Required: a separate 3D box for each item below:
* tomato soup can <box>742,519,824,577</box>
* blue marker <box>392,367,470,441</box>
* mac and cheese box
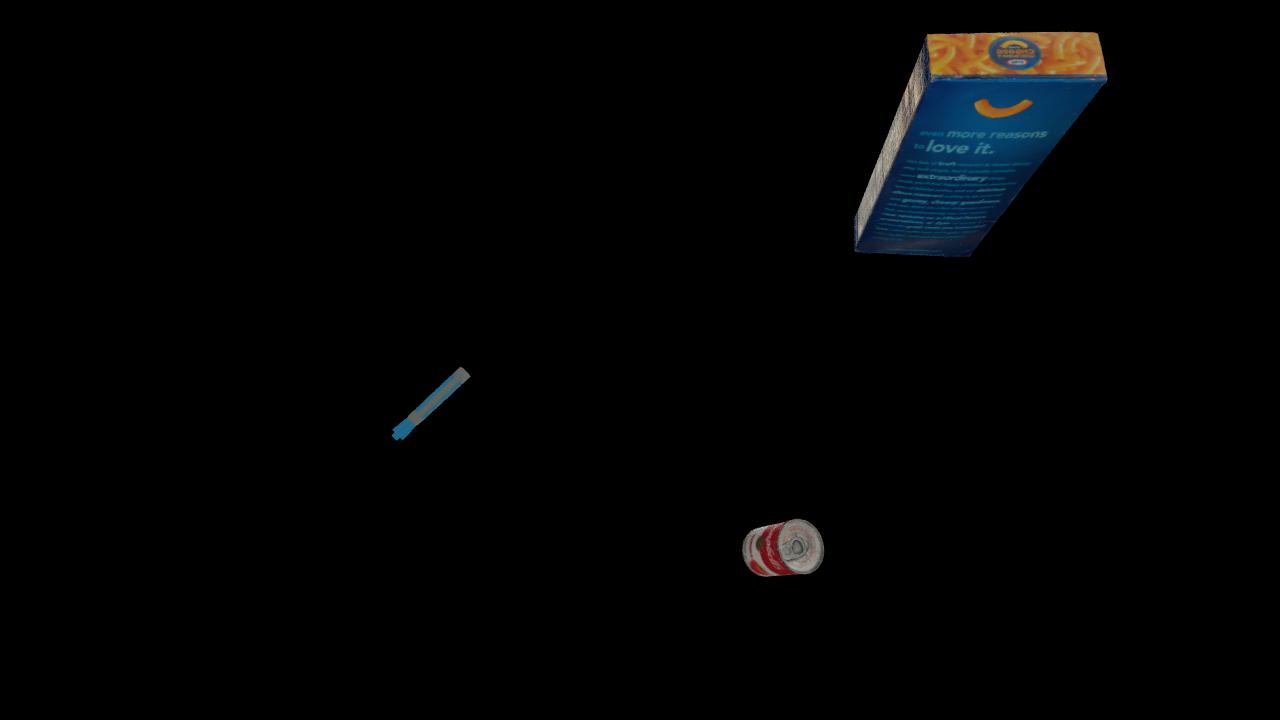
[{"bbox_3d":[0.187,0.251,0.816,0.068,0.068,0.101,0,-20,-19],"label":"tomato soup can"},{"bbox_3d":[-0.269,0.057,0.789,0.121,0.020,0.020,-47,20,-20],"label":"blue marker"},{"bbox_3d":[0.213,-0.134,0.420,0.093,0.041,0.184,5,-21,7],"label":"mac and cheese box"}]
